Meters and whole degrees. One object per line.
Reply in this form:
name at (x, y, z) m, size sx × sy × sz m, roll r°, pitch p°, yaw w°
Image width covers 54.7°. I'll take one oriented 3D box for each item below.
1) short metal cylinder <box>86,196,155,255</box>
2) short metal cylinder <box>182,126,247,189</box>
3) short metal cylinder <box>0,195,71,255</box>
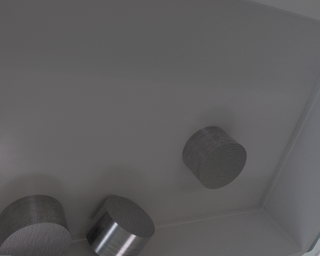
short metal cylinder at (-0.054, 0.140, 0.430) m, size 0.080 × 0.080 × 0.050 m, roll 26°, pitch 104°, yaw -37°
short metal cylinder at (0.081, 0.044, 0.464) m, size 0.081 × 0.050 × 0.079 m, roll -14°, pitch 124°, yaw -21°
short metal cylinder at (-0.157, 0.131, 0.388) m, size 0.081 × 0.050 × 0.079 m, roll -14°, pitch 124°, yaw -21°
